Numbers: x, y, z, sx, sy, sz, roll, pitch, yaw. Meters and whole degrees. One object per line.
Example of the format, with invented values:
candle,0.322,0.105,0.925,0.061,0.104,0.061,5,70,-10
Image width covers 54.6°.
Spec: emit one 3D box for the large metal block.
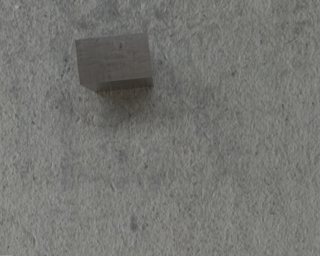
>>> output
large metal block,-0.051,-0.077,0.382,0.080,0.080,0.050,-6,90,0
